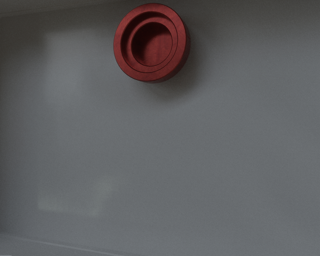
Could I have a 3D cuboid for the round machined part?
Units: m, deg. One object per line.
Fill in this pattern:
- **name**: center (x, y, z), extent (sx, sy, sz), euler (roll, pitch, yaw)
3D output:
- **round machined part**: center (-0.007, -0.107, 0.404), extent (0.098, 0.042, 0.097), euler (0, 90, 20)
